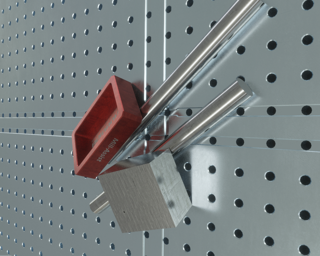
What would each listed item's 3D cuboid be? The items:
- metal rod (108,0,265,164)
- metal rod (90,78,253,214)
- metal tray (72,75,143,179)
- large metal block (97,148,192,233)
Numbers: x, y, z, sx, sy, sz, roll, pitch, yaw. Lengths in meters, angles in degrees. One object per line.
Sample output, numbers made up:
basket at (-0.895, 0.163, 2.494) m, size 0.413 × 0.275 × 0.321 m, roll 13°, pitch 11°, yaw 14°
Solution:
metal rod at (0.010, -0.047, 0.399) m, size 0.299 × 0.025 × 0.025 m, roll -45°, pitch 63°, yaw 30°
metal rod at (-0.004, 0.040, 0.410) m, size 0.299 × 0.025 × 0.025 m, roll -41°, pitch 65°, yaw 32°
metal tray at (-0.082, 0.000, 0.447) m, size 0.129 × 0.030 × 0.090 m, roll -49°, pitch 39°, yaw 26°
large metal block at (-0.018, 0.078, 0.385) m, size 0.080 × 0.050 × 0.080 m, roll -18°, pitch 98°, yaw 31°
